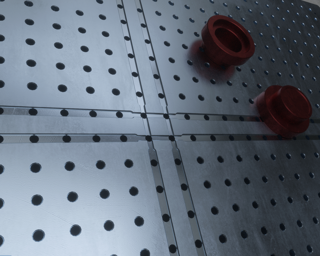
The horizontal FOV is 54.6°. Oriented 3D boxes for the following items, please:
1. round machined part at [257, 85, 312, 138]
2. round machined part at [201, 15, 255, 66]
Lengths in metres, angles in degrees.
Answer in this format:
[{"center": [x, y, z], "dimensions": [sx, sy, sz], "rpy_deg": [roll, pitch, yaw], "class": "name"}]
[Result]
[{"center": [0.222, -0.035, 0.537], "dimensions": [0.099, 0.042, 0.098], "rpy_deg": [13, 56, -21], "class": "round machined part"}, {"center": [0.115, -0.149, 0.549], "dimensions": [0.099, 0.042, 0.098], "rpy_deg": [13, 56, -21], "class": "round machined part"}]
